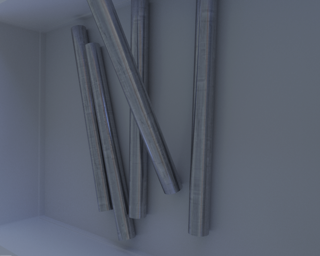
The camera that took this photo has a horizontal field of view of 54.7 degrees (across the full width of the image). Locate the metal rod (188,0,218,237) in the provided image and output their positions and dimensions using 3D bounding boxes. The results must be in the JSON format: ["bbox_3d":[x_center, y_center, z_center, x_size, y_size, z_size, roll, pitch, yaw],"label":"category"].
[{"bbox_3d":[0.050,-0.025,0.363,0.025,0.025,0.298,3,92,39],"label":"metal rod"}]

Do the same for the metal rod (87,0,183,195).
[{"bbox_3d":[-0.034,-0.057,0.354,0.025,0.025,0.298,-8,110,39],"label":"metal rod"}]

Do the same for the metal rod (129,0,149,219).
[{"bbox_3d":[-0.029,-0.027,0.428,0.025,0.025,0.298,1,91,39],"label":"metal rod"}]

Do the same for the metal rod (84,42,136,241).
[{"bbox_3d":[-0.077,0.014,0.467,0.025,0.025,0.298,-20,78,38],"label":"metal rod"}]

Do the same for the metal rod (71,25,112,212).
[{"bbox_3d":[-0.108,-0.020,0.492,0.025,0.025,0.298,-18,79,38],"label":"metal rod"}]
